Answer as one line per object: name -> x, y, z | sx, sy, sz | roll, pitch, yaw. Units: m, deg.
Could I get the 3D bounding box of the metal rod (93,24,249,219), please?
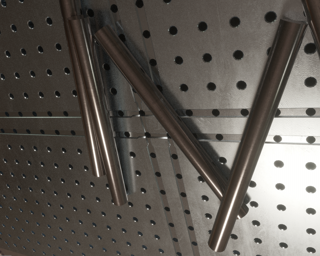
metal rod -> 0.020, -0.001, 0.398 | 0.025, 0.025, 0.300 | -30, 102, 37

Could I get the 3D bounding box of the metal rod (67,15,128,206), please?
metal rod -> -0.081, -0.004, 0.439 | 0.025, 0.025, 0.298 | 9, 126, 23

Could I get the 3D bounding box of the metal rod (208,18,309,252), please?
metal rod -> 0.101, 0.031, 0.355 | 0.025, 0.025, 0.298 | 19, 119, 16

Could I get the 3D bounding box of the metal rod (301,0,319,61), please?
metal rod -> 0.194, -0.003, 0.307 | 0.025, 0.025, 0.299 | -16, 111, 34

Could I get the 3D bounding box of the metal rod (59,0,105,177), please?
metal rod -> -0.104, -0.057, 0.428 | 0.025, 0.025, 0.298 | 11, 123, 22
